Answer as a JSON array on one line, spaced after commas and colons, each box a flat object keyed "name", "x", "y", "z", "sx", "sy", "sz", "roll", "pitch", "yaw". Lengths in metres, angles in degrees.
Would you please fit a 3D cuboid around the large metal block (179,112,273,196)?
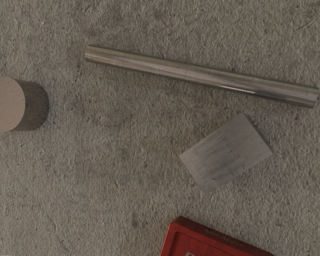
[{"name": "large metal block", "x": 0.078, "y": 0.027, "z": 0.352, "sx": 0.080, "sy": 0.080, "sz": 0.050, "roll": -37, "pitch": 79, "yaw": 16}]

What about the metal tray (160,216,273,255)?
[{"name": "metal tray", "x": 0.065, "y": 0.177, "z": 0.383, "sx": 0.130, "sy": 0.030, "sz": 0.089, "roll": 18, "pitch": 96, "yaw": 19}]

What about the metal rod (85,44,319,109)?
[{"name": "metal rod", "x": 0.037, "y": -0.070, "z": 0.395, "sx": 0.301, "sy": 0.025, "sz": 0.025, "roll": 15, "pitch": 95, "yaw": 19}]

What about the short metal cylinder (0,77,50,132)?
[{"name": "short metal cylinder", "x": -0.219, "y": -0.035, "z": 0.473, "sx": 0.080, "sy": 0.050, "sz": 0.080, "roll": 0, "pitch": 90, "yaw": 20}]
